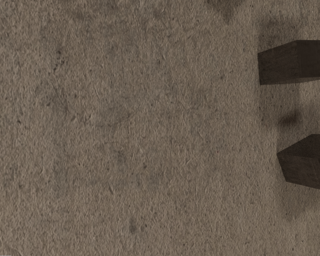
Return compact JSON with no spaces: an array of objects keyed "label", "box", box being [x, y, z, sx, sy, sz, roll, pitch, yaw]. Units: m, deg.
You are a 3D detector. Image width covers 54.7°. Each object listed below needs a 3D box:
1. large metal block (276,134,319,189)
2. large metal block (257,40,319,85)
[{"label":"large metal block","box":[0.243,0.049,0.472,0.081,0.080,0.050,-24,99,-19]},{"label":"large metal block","box":[0.205,-0.095,0.457,0.081,0.080,0.050,-6,92,-20]}]
